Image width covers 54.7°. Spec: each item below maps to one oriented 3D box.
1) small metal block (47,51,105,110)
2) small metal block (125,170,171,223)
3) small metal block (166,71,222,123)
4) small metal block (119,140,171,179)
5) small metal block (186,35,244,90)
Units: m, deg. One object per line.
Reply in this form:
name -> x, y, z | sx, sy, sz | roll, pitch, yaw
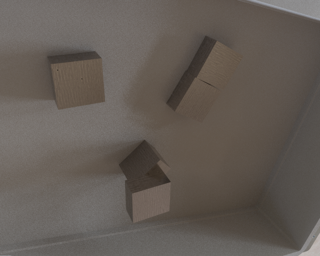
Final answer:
small metal block -> -0.088, -0.051, 0.330 | 0.050, 0.025, 0.050 | -13, 124, -22
small metal block -> -0.015, 0.086, 0.390 | 0.050, 0.025, 0.050 | -12, 124, -22
small metal block -> 0.045, -0.040, 0.410 | 0.050, 0.025, 0.050 | 20, 108, -36
small metal block -> -0.021, 0.052, 0.415 | 0.050, 0.050, 0.025 | -44, 130, 2
small metal block -> 0.071, -0.083, 0.398 | 0.050, 0.025, 0.050 | 17, 110, -35
